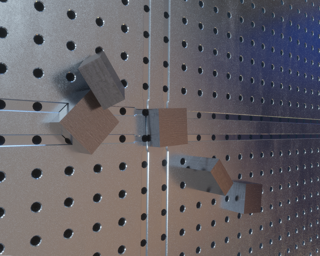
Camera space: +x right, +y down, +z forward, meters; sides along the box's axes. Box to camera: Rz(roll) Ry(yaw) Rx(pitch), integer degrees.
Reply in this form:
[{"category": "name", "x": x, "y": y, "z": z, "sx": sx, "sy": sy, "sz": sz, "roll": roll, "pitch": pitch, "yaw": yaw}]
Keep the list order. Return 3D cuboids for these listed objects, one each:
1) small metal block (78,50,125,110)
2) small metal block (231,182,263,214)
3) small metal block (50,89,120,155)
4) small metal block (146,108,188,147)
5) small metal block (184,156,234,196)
[{"category": "small metal block", "x": -0.062, "y": -0.054, "z": 0.339, "sx": 0.025, "sy": 0.050, "sz": 0.050, "roll": -27, "pitch": 112, "yaw": 4}, {"category": "small metal block", "x": 0.152, "y": 0.121, "z": 0.541, "sx": 0.050, "sy": 0.025, "sz": 0.050, "roll": 10, "pitch": 84, "yaw": -40}, {"category": "small metal block", "x": -0.082, "y": -0.006, "z": 0.342, "sx": 0.050, "sy": 0.025, "sz": 0.050, "roll": 52, "pitch": 60, "yaw": -28}, {"category": "small metal block", "x": 0.010, "y": -0.001, "z": 0.420, "sx": 0.050, "sy": 0.025, "sz": 0.050, "roll": -4, "pitch": 93, "yaw": -40}, {"category": "small metal block", "x": 0.072, "y": 0.070, "z": 0.456, "sx": 0.025, "sy": 0.050, "sz": 0.050, "roll": -48, "pitch": 119, "yaw": -29}]
